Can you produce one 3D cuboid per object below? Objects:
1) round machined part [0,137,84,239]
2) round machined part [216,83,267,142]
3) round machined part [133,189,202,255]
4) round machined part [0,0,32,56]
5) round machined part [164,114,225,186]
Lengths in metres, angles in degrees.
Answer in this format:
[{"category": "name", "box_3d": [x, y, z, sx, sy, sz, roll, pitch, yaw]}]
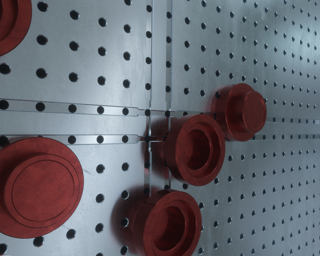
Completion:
[{"category": "round machined part", "box_3d": [-0.118, 0.057, 0.299, 0.099, 0.042, 0.097, 0, 90, -40]}, {"category": "round machined part", "box_3d": [0.140, -0.026, 0.514, 0.099, 0.042, 0.097, 0, 90, -40]}, {"category": "round machined part", "box_3d": [0.005, 0.128, 0.402, 0.099, 0.042, 0.097, 0, 90, -40]}, {"category": "round machined part", "box_3d": [-0.164, -0.103, 0.258, 0.099, 0.042, 0.097, -3, 95, -39]}, {"category": "round machined part", "box_3d": [0.044, 0.030, 0.434, 0.099, 0.042, 0.097, 0, 90, -40]}]
